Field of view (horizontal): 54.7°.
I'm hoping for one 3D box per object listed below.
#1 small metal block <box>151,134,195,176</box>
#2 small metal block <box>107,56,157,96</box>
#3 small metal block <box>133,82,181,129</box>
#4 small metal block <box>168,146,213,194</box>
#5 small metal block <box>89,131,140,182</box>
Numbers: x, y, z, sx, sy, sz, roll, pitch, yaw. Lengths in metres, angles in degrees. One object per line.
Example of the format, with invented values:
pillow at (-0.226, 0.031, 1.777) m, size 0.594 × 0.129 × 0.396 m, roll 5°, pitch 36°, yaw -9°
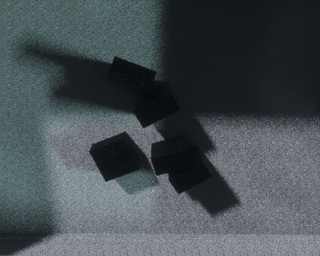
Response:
small metal block at (0.016, 0.035, 0.411) m, size 0.050 × 0.050 × 0.025 m, roll -15°, pitch 110°, yaw 5°
small metal block at (-0.034, -0.060, 0.372) m, size 0.050 × 0.050 × 0.025 m, roll 19°, pitch 88°, yaw -7°
small metal block at (-0.004, -0.029, 0.387) m, size 0.050 × 0.050 × 0.025 m, roll -27°, pitch 109°, yaw 9°
small metal block at (0.039, 0.056, 0.419) m, size 0.050 × 0.050 × 0.025 m, roll -30°, pitch 108°, yaw 10°
small metal block at (-0.061, 0.039, 0.425) m, size 0.050 × 0.025 × 0.050 m, roll -21°, pitch 109°, yaw 7°
